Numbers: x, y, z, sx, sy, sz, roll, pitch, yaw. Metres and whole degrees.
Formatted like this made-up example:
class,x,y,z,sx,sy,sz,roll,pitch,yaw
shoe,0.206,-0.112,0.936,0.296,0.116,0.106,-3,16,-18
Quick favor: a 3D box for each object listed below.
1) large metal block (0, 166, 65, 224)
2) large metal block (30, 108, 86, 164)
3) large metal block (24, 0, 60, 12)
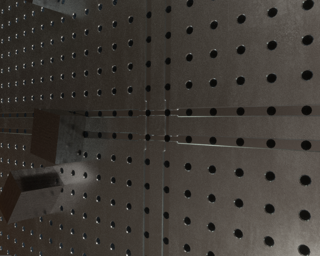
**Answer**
class,x,y,z,sx,sy,sz,roll,pitch,yaw
large metal block,-0.235,0.120,0.563,0.050,0.081,0.080,46,117,30
large metal block,-0.177,0.012,0.536,0.080,0.050,0.079,13,98,39
large metal block,-0.222,-0.271,0.573,0.080,0.050,0.079,31,109,35
